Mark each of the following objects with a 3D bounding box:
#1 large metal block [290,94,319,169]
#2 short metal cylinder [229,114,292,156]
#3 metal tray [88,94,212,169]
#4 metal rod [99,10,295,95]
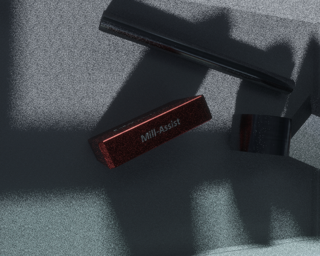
[{"bbox_3d":[0.234,0.010,0.450,0.080,0.079,0.050,24,43,3],"label":"large metal block"},{"bbox_3d":[0.141,0.010,0.435,0.081,0.080,0.050,7,88,-20],"label":"short metal cylinder"},{"bbox_3d":[-0.015,0.002,0.371,0.131,0.090,0.030,-26,99,-19],"label":"metal tray"},{"bbox_3d":[0.065,-0.099,0.435,0.302,0.025,0.025,14,85,-20],"label":"metal rod"}]
